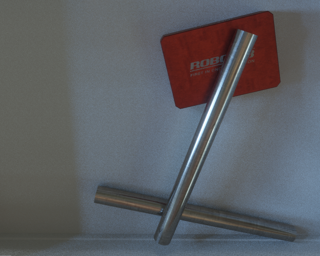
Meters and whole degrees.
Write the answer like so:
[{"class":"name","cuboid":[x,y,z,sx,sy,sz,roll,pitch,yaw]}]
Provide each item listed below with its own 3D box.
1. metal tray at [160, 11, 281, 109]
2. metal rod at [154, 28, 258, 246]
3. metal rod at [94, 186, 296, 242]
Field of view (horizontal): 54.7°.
[{"class":"metal tray","cuboid":[0.073,-0.082,0.379,0.131,0.030,0.089,-13,110,4]},{"class":"metal rod","cuboid":[0.049,0.027,0.391,0.025,0.025,0.298,17,111,-7]},{"class":"metal rod","cuboid":[0.055,0.128,0.459,0.302,0.025,0.025,13,110,-5]}]
